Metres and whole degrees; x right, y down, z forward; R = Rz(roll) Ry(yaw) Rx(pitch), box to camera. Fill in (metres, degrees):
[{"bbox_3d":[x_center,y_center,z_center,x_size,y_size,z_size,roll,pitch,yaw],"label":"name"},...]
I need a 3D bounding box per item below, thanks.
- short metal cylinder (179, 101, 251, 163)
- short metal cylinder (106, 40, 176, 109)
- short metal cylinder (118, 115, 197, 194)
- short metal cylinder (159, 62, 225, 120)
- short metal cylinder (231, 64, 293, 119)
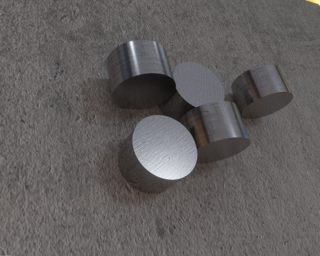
[{"bbox_3d":[0.070,0.007,0.401,0.081,0.080,0.050,1,62,-28],"label":"short metal cylinder"},{"bbox_3d":[-0.025,-0.066,0.395,0.081,0.080,0.050,1,62,-28],"label":"short metal cylinder"},{"bbox_3d":[-0.003,0.031,0.366,0.081,0.050,0.080,14,56,-21],"label":"short metal cylinder"},{"bbox_3d":[0.043,-0.046,0.439,0.081,0.050,0.080,14,56,-21],"label":"short metal cylinder"},{"bbox_3d":[0.159,-0.056,0.488,0.081,0.080,0.050,-1,63,-29],"label":"short metal cylinder"}]
